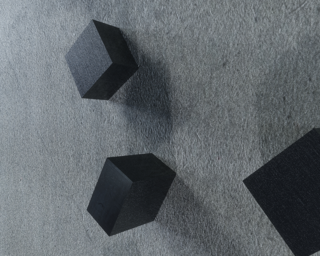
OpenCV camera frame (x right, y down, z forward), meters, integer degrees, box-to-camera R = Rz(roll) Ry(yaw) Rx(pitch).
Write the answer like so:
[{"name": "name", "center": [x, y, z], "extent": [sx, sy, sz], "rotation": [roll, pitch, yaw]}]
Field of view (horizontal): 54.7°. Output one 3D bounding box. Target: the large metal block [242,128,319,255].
[{"name": "large metal block", "center": [0.137, 0.056, 0.275], "extent": [0.080, 0.050, 0.080], "rotation": [-46, 63, 30]}]

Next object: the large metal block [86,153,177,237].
[{"name": "large metal block", "center": [-0.036, 0.082, 0.399], "extent": [0.050, 0.081, 0.079], "rotation": [36, 112, 34]}]

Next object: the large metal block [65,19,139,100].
[{"name": "large metal block", "center": [-0.089, -0.098, 0.462], "extent": [0.080, 0.050, 0.080], "rotation": [-39, 66, 33]}]
